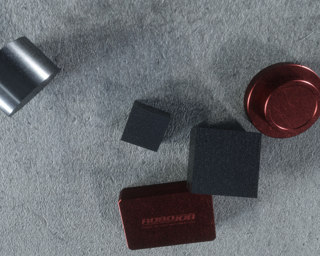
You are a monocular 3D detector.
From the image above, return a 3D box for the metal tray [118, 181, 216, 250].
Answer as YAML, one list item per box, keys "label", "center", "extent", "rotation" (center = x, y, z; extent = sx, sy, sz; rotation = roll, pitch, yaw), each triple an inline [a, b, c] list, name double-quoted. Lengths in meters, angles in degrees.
- label: "metal tray"
  center: [0.012, 0.127, 0.454]
  extent: [0.131, 0.030, 0.089]
  rotation: [-8, 110, 2]

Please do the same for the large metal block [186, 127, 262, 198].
- label: "large metal block"
  center: [0.080, 0.043, 0.399]
  extent: [0.081, 0.050, 0.080]
  rotation: [5, 87, -3]

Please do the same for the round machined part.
- label: "round machined part"
  center: [0.160, -0.031, 0.392]
  extent: [0.099, 0.042, 0.097]
  rotation: [0, 110, -1]

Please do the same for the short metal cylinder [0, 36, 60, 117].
- label: "short metal cylinder"
  center: [-0.164, -0.058, 0.357]
  extent: [0.080, 0.080, 0.050]
  rotation: [-41, 106, 13]

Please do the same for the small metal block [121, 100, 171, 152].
- label: "small metal block"
  center: [-0.019, -0.002, 0.409]
  extent: [0.050, 0.025, 0.050]
  rotation: [19, 109, -8]
